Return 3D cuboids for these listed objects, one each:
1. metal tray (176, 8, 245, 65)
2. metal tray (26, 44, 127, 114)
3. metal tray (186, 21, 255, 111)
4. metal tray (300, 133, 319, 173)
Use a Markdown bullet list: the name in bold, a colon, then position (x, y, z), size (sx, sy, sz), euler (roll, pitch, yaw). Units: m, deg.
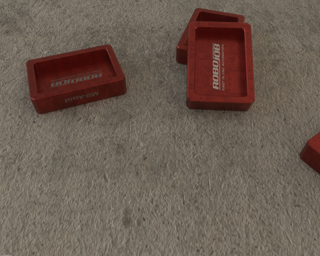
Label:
- **metal tray**: position (0.088, -0.153, 0.528), size (0.090, 0.030, 0.130), euler (14, 51, 11)
- **metal tray**: position (-0.125, -0.076, 0.462), size (0.131, 0.030, 0.090), euler (-15, 52, -13)
- **metal tray**: position (0.085, -0.091, 0.447), size (0.091, 0.030, 0.130), euler (3, 71, 2)
- **metal tray**: position (0.248, 0.047, 0.362), size (0.091, 0.030, 0.130), euler (-29, 56, -22)
